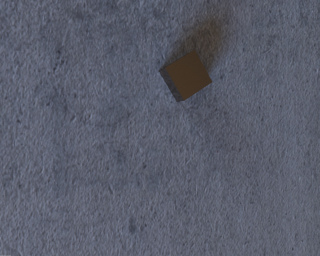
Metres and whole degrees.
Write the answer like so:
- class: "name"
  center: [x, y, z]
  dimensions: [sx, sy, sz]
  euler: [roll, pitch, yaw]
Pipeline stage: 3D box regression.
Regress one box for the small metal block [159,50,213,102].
- class: "small metal block"
  center: [0.035, -0.070, 0.423]
  dimensions: [0.050, 0.025, 0.050]
  euler: [-34, 102, -17]
